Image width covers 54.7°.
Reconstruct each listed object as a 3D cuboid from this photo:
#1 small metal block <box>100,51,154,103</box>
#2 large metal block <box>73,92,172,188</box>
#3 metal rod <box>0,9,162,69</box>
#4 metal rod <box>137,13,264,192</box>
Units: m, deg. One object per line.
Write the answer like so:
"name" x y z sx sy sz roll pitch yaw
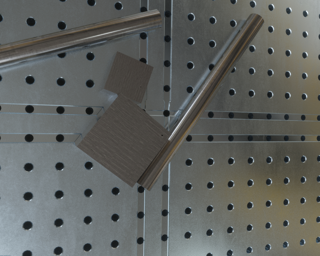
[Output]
"small metal block" -0.042 -0.063 0.398 0.050 0.025 0.050 20 83 -19
"large metal block" -0.047 0.014 0.383 0.080 0.050 0.080 40 77 -16
"metal rod" -0.137 -0.095 0.362 0.302 0.025 0.025 -21 97 -19
"metal rod" 0.061 -0.044 0.436 0.025 0.025 0.300 39 77 -16
